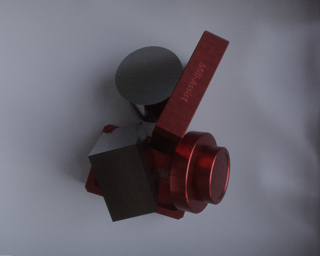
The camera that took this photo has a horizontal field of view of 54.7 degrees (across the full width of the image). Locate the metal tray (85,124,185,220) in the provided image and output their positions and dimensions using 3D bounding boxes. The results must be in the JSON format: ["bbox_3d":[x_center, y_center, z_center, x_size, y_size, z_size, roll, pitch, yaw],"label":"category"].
[{"bbox_3d":[-0.021,0.056,0.406,0.131,0.030,0.090,17,90,0],"label":"metal tray"}]

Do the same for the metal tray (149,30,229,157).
[{"bbox_3d":[0.032,-0.036,0.362,0.030,0.090,0.130,27,74,3],"label":"metal tray"}]

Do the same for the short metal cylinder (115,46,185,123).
[{"bbox_3d":[-0.009,-0.053,0.382,0.080,0.050,0.080,-4,67,10],"label":"short metal cylinder"}]

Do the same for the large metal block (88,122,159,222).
[{"bbox_3d":[-0.037,0.047,0.359,0.050,0.080,0.080,-15,106,6],"label":"large metal block"}]

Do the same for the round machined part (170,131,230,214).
[{"bbox_3d":[0.053,0.054,0.371,0.042,0.098,0.097,6,90,30],"label":"round machined part"}]
